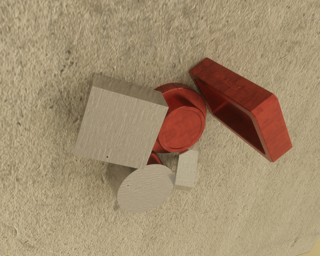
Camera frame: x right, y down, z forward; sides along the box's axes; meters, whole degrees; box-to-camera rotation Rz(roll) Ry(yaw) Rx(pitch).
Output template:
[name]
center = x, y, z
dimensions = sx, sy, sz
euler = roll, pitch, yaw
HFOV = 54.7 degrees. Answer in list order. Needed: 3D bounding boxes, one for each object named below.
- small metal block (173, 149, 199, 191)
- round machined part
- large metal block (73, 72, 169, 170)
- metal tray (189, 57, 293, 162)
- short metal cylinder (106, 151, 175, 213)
[small metal block]
center = 0.035, 0.060, 0.436
dimensions = 0.025, 0.050, 0.050
euler = 9, 162, 1
[round machined part]
center = 0.020, -0.007, 0.406
dimensions = 0.099, 0.042, 0.097
euler = -14, 125, -21
[large metal block]
center = -0.046, -0.007, 0.348
dimensions = 0.081, 0.050, 0.079
euler = 15, 112, -16
[metal tray]
center = 0.094, -0.025, 0.377
dimensions = 0.030, 0.130, 0.090
euler = -38, 130, -3
[short metal cylinder]
center = -0.027, 0.068, 0.421
dimensions = 0.081, 0.050, 0.079
euler = -14, 125, -21
